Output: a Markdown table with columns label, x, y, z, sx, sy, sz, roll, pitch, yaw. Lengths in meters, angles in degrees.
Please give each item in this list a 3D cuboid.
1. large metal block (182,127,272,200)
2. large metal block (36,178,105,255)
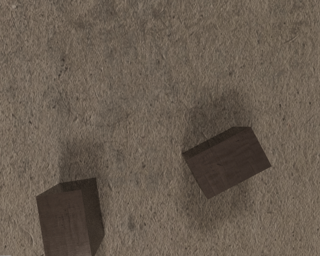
| label | x | y | z | sx | sy | sz | roll | pitch | yaw |
| --- | --- | --- | --- | --- | --- | --- | --- | --- | --- |
| large metal block | 0.077 | 0.039 | 0.384 | 0.080 | 0.080 | 0.050 | -28 | 90 | 0 |
| large metal block | -0.106 | 0.111 | 0.381 | 0.050 | 0.080 | 0.080 | -9 | 90 | 0 |
